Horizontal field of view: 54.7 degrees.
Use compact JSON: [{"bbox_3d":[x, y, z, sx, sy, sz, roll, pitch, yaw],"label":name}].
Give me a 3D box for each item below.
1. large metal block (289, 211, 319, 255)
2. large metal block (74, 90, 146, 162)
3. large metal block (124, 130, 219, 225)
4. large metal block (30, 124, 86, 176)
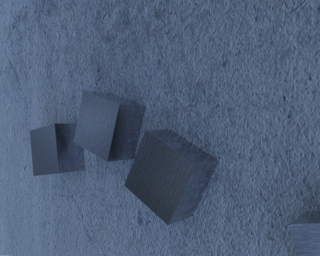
[{"bbox_3d":[0.164,0.111,0.253,0.080,0.050,0.080,-18,79,38],"label":"large metal block"},{"bbox_3d":[-0.074,-0.005,0.450,0.080,0.050,0.079,22,104,38],"label":"large metal block"},{"bbox_3d":[0.012,0.056,0.379,0.080,0.050,0.079,34,111,35],"label":"large metal block"},{"bbox_3d":[-0.178,0.038,0.536,0.080,0.050,0.080,-11,83,39],"label":"large metal block"}]
